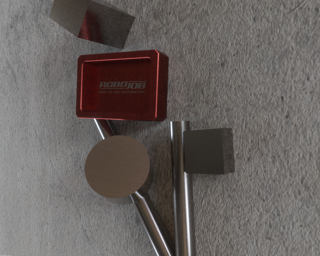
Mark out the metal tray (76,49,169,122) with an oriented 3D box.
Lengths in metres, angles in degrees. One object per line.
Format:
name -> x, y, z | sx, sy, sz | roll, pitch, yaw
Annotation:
metal tray -> -0.054, -0.056, 0.425 | 0.130, 0.030, 0.089 | 3, 91, 27

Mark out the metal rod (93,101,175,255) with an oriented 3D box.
metal rod -> -0.053, 0.049, 0.446 | 0.025, 0.025, 0.299 | -43, 64, 31

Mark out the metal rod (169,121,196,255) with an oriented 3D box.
metal rod -> 0.031, 0.141, 0.377 | 0.025, 0.025, 0.298 | -4, 87, 39

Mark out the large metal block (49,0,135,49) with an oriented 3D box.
large metal block -> -0.098, -0.160, 0.447 | 0.080, 0.081, 0.050 | 39, 114, 33

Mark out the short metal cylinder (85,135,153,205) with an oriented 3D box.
short metal cylinder -> -0.051, 0.055, 0.402 | 0.080, 0.050, 0.080 | -1, 67, 3

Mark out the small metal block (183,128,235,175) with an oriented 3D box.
small metal block -> 0.056, 0.027, 0.357 | 0.050, 0.025, 0.050 | -5, 87, 39
